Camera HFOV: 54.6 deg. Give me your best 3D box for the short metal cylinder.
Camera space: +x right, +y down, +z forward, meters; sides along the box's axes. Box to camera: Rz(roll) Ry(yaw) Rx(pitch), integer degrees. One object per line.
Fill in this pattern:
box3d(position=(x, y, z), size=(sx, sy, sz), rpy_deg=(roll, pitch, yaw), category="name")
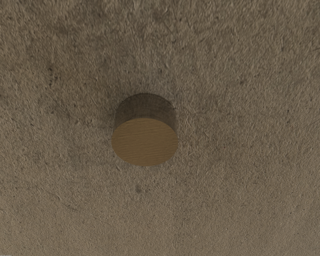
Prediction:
box3d(position=(-0.018, 0.003, 0.393), size=(0.080, 0.050, 0.080), rpy_deg=(0, 130, 0), category="short metal cylinder")
